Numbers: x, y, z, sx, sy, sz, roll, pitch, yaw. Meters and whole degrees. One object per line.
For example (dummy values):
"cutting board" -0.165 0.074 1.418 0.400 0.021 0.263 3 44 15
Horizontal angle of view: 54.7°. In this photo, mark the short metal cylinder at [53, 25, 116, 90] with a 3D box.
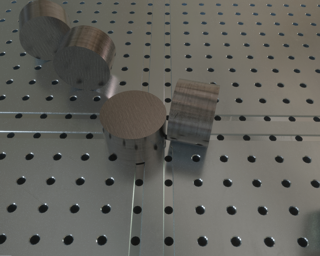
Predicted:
"short metal cylinder" -0.109 -0.102 0.456 0.080 0.080 0.050 4 50 2

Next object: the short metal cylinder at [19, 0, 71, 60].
"short metal cylinder" -0.184 -0.157 0.502 0.081 0.080 0.050 -13 52 -11

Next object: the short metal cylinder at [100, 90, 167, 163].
"short metal cylinder" -0.033 -0.002 0.393 0.081 0.050 0.080 0 50 0

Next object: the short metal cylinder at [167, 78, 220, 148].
"short metal cylinder" 0.043 -0.018 0.388 0.050 0.080 0.080 11 51 9
